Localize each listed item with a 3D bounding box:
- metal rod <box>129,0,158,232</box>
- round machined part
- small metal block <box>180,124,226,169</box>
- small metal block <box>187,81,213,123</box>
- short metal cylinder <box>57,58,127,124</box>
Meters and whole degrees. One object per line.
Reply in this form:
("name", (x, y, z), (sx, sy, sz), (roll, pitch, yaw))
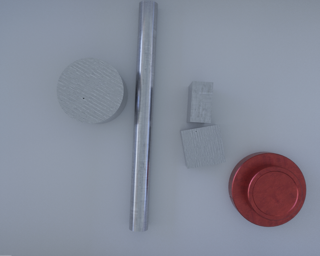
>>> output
("metal rod", (-0.022, -0.015, 0.411), (0.025, 0.025, 0.298), (3, 90, -1))
("round machined part", (0.143, 0.081, 0.405), (0.099, 0.042, 0.097), (0, 90, -1))
("small metal block", (0.056, 0.024, 0.412), (0.050, 0.025, 0.050), (-10, 90, -1))
("small metal block", (0.051, -0.032, 0.400), (0.025, 0.050, 0.050), (3, 90, 0))
("short metal cylinder", (-0.084, -0.045, 0.398), (0.081, 0.050, 0.079), (0, 90, -1))
